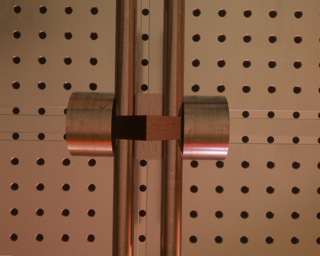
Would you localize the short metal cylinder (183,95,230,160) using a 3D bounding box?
[{"bbox_3d":[0.053,0.000,0.382,0.050,0.080,0.079,1,90,1],"label":"short metal cylinder"}]

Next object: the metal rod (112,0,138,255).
[{"bbox_3d":[-0.041,0.002,0.360,0.025,0.025,0.298,1,90,0],"label":"metal rod"}]

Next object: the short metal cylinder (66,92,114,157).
[{"bbox_3d":[-0.079,-0.004,0.382,0.050,0.080,0.079,1,90,0],"label":"short metal cylinder"}]

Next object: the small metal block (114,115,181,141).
[{"bbox_3d":[-0.013,0.000,0.334,0.050,0.050,0.025,1,91,44],"label":"small metal block"}]

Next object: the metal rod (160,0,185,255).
[{"bbox_3d":[0.015,0.000,0.360,0.025,0.025,0.298,1,90,0],"label":"metal rod"}]

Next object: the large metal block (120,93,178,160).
[{"bbox_3d":[-0.014,-0.002,0.397,0.081,0.050,0.079,1,90,0],"label":"large metal block"}]
